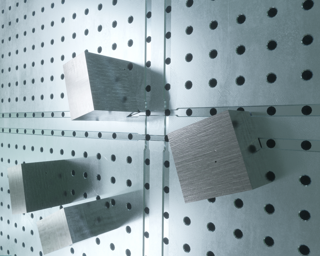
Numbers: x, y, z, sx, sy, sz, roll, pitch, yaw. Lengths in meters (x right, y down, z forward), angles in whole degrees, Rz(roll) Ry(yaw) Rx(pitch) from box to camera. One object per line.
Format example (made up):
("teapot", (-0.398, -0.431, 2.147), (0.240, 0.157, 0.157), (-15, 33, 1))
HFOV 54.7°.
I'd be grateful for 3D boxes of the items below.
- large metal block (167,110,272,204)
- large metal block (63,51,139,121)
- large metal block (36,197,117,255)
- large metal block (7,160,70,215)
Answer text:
("large metal block", (0.063, 0.032, 0.340), (0.080, 0.050, 0.080), (-23, 76, 37))
("large metal block", (-0.083, -0.055, 0.440), (0.050, 0.081, 0.080), (-18, 79, 38))
("large metal block", (-0.128, 0.150, 0.476), (0.080, 0.081, 0.050), (-31, 71, 35))
("large metal block", (-0.213, 0.102, 0.546), (0.050, 0.081, 0.080), (-17, 79, 38))
